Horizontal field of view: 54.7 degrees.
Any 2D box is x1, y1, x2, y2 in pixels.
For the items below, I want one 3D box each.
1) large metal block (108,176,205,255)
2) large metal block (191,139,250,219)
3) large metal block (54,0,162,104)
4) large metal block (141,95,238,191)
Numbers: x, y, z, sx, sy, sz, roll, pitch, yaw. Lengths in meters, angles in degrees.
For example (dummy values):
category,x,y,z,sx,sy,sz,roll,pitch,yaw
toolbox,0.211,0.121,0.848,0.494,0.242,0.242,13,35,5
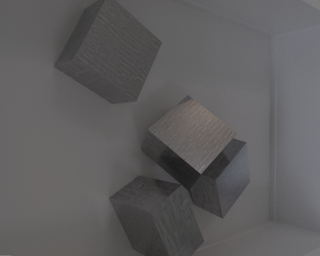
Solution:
category,x,y,z,sx,sy,sz,roll,pitch,yaw
large metal block,-0.005,0.108,0.367,0.050,0.080,0.080,-34,111,-35
large metal block,0.086,0.068,0.449,0.080,0.050,0.080,-42,132,-32
large metal block,-0.055,-0.082,0.344,0.080,0.050,0.080,34,69,-35
large metal block,0.036,0.018,0.394,0.080,0.050,0.080,40,57,14
